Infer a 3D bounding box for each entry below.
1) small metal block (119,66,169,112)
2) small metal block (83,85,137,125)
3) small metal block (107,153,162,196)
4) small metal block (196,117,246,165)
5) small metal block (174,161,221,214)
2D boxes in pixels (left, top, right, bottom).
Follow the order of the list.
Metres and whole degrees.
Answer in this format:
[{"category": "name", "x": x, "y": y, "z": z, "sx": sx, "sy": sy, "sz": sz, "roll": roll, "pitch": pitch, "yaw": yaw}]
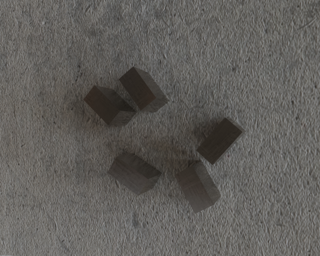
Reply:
[{"category": "small metal block", "x": -0.019, "y": -0.049, "z": 0.402, "sx": 0.025, "sy": 0.050, "sz": 0.050, "roll": -39, "pitch": 78, "yaw": 16}, {"category": "small metal block", "x": -0.066, "y": -0.029, "z": 0.419, "sx": 0.050, "sy": 0.050, "sz": 0.025, "roll": 44, "pitch": 104, "yaw": 14}, {"category": "small metal block", "x": -0.032, "y": 0.059, "z": 0.407, "sx": 0.050, "sy": 0.050, "sz": 0.025, "roll": 33, "pitch": 101, "yaw": 17}, {"category": "small metal block", "x": 0.074, "y": 0.015, "z": 0.369, "sx": 0.025, "sy": 0.050, "sz": 0.050, "roll": 43, "pitch": 103, "yaw": 15}, {"category": "small metal block", "x": 0.047, "y": 0.071, "z": 0.379, "sx": 0.025, "sy": 0.050, "sz": 0.050, "roll": -31, "pitch": 80, "yaw": 17}]
